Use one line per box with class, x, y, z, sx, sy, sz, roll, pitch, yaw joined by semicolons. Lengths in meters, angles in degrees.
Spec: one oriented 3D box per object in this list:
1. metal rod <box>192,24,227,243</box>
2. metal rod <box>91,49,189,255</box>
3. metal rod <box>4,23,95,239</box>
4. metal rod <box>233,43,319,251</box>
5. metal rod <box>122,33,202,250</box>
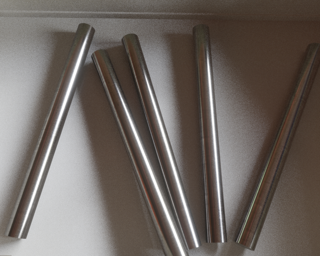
metal rod;0.063;-0.007;0.412;0.025;0.025;0.299;-1;70;0
metal rod;-0.032;0.022;0.391;0.025;0.025;0.299;-20;68;-7
metal rod;-0.139;-0.011;0.412;0.025;0.025;0.299;11;70;4
metal rod;0.163;0.011;0.406;0.025;0.025;0.300;25;72;8
metal rod;-0.004;0.004;0.407;0.025;0.025;0.299;-15;71;-5
